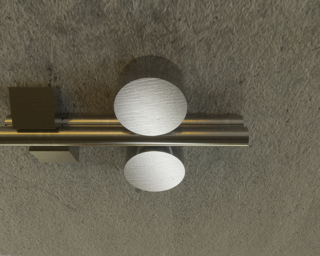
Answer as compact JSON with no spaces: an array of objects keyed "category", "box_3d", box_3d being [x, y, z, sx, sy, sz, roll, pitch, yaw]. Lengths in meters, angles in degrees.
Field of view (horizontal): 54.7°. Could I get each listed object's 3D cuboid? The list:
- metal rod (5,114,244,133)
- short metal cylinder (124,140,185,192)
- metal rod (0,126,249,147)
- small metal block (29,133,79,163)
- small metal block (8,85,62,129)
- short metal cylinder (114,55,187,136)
[{"category":"metal rod","box_3d":[-0.045,-0.005,0.404,0.302,0.025,0.025,0,130,-1]},{"category":"short metal cylinder","box_3d":[-0.007,0.043,0.429,0.081,0.050,0.079,0,130,0]},{"category":"metal rod","box_3d":[-0.044,0.010,0.384,0.302,0.025,0.025,0,130,0]},{"category":"small metal block","box_3d":[-0.140,0.028,0.418,0.050,0.025,0.050,0,157,-1]},{"category":"small metal block","box_3d":[-0.149,-0.025,0.373,0.050,0.025,0.050,0,103,0]},{"category":"short metal cylinder","box_3d":[-0.010,-0.037,0.360,0.081,0.050,0.079,0,130,0]}]
